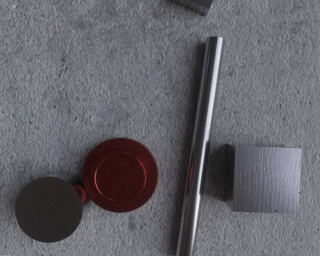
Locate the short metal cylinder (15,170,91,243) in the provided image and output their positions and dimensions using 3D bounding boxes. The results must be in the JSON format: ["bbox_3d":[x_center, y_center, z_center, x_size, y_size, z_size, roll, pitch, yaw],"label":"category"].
[{"bbox_3d":[-0.133,0.098,0.396,0.081,0.050,0.079,0,90,-1],"label":"short metal cylinder"}]

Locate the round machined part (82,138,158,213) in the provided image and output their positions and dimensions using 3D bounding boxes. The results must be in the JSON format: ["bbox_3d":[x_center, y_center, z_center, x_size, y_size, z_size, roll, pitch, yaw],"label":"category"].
[{"bbox_3d":[-0.052,0.062,0.401,0.099,0.042,0.097,0,90,-1],"label":"round machined part"}]

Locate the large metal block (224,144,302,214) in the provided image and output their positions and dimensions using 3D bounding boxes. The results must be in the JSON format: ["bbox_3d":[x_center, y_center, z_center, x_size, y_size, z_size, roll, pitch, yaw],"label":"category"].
[{"bbox_3d":[0.129,0.063,0.399,0.081,0.050,0.079,2,90,-1],"label":"large metal block"}]

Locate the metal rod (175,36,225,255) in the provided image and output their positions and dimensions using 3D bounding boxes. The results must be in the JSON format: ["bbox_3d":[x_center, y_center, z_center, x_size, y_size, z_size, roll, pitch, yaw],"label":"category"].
[{"bbox_3d":[0.053,0.030,0.410,0.025,0.025,0.298,8,90,-1],"label":"metal rod"}]

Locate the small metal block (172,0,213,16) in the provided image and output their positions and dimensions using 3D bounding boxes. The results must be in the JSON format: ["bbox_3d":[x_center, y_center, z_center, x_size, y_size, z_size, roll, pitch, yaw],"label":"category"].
[{"bbox_3d":[0.050,-0.185,0.411,0.050,0.025,0.050,23,90,-1],"label":"small metal block"}]
